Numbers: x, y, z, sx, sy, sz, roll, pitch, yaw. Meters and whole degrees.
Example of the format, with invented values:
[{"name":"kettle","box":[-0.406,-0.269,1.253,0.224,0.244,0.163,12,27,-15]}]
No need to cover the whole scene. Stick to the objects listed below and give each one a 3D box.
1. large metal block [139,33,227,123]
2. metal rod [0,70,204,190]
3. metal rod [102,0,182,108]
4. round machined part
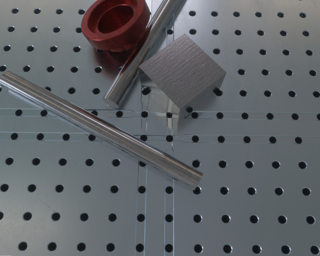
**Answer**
[{"name":"large metal block","box":[0.029,-0.067,0.423,0.080,0.050,0.080,-39,75,-13]},{"name":"metal rod","box":[-0.083,-0.001,0.411,0.301,0.025,0.025,27,72,9]},{"name":"metal rod","box":[-0.002,-0.160,0.470,0.025,0.025,0.300,25,72,8]},{"name":"round machined part","box":[-0.059,-0.149,0.445,0.098,0.042,0.098,-10,58,17]}]
